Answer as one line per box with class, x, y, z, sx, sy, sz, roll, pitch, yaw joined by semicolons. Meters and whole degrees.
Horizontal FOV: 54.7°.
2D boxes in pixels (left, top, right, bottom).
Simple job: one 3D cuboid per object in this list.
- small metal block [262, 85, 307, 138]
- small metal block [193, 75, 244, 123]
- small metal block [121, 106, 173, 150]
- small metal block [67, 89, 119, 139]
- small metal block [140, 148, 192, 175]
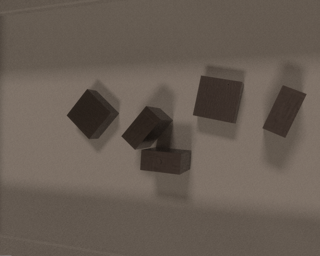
small metal block;0.139;-0.017;0.348;0.025;0.050;0.050;26;98;18
small metal block;0.073;-0.035;0.384;0.050;0.025;0.050;13;94;19
small metal block;-0.015;0.000;0.402;0.025;0.050;0.050;44;103;14
small metal block;-0.096;-0.019;0.443;0.050;0.025;0.050;44;103;14
small metal block;0.009;0.040;0.393;0.050;0.050;0.025;4;92;19
